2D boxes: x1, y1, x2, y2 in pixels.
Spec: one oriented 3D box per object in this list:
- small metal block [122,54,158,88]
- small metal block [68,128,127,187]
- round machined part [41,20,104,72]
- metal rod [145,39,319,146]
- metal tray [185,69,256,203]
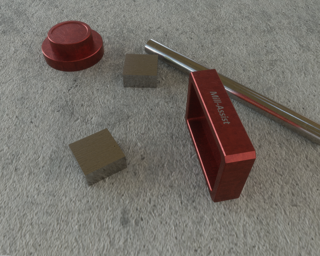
[{"bbox_3d":[-0.029,-0.088,0.477,0.050,0.025,0.050,2,50,1],"label":"small metal block"},{"bbox_3d":[-0.075,0.034,0.374,0.050,0.025,0.050,-25,55,-20],"label":"small metal block"},{"bbox_3d":[-0.144,-0.140,0.508,0.099,0.042,0.098,0,50,0],"label":"round machined part"},{"bbox_3d":[0.098,-0.062,0.456,0.300,0.025,0.025,33,57,24],"label":"metal rod"},{"bbox_3d":[0.062,0.007,0.356,0.030,0.089,0.130,-9,51,-7],"label":"metal tray"}]
